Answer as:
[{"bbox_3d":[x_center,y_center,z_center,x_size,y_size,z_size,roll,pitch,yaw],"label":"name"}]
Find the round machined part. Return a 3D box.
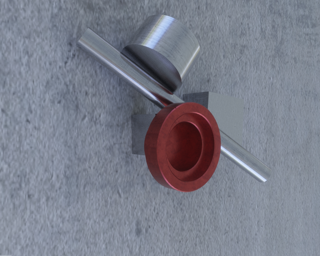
[{"bbox_3d":[0.021,0.020,0.351,0.099,0.042,0.097,-2,93,-40],"label":"round machined part"}]

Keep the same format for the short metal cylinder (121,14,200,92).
[{"bbox_3d":[0.001,-0.087,0.373,0.080,0.080,0.050,45,63,-31],"label":"short metal cylinder"}]

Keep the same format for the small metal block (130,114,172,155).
[{"bbox_3d":[-0.011,0.008,0.383,0.025,0.050,0.050,-3,92,-40],"label":"small metal block"}]

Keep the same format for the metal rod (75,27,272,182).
[{"bbox_3d":[0.031,-0.017,0.386,0.301,0.025,0.025,36,67,-19],"label":"metal rod"}]

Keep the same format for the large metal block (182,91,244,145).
[{"bbox_3d":[0.077,-0.007,0.458,0.081,0.050,0.080,6,86,-40],"label":"large metal block"}]
